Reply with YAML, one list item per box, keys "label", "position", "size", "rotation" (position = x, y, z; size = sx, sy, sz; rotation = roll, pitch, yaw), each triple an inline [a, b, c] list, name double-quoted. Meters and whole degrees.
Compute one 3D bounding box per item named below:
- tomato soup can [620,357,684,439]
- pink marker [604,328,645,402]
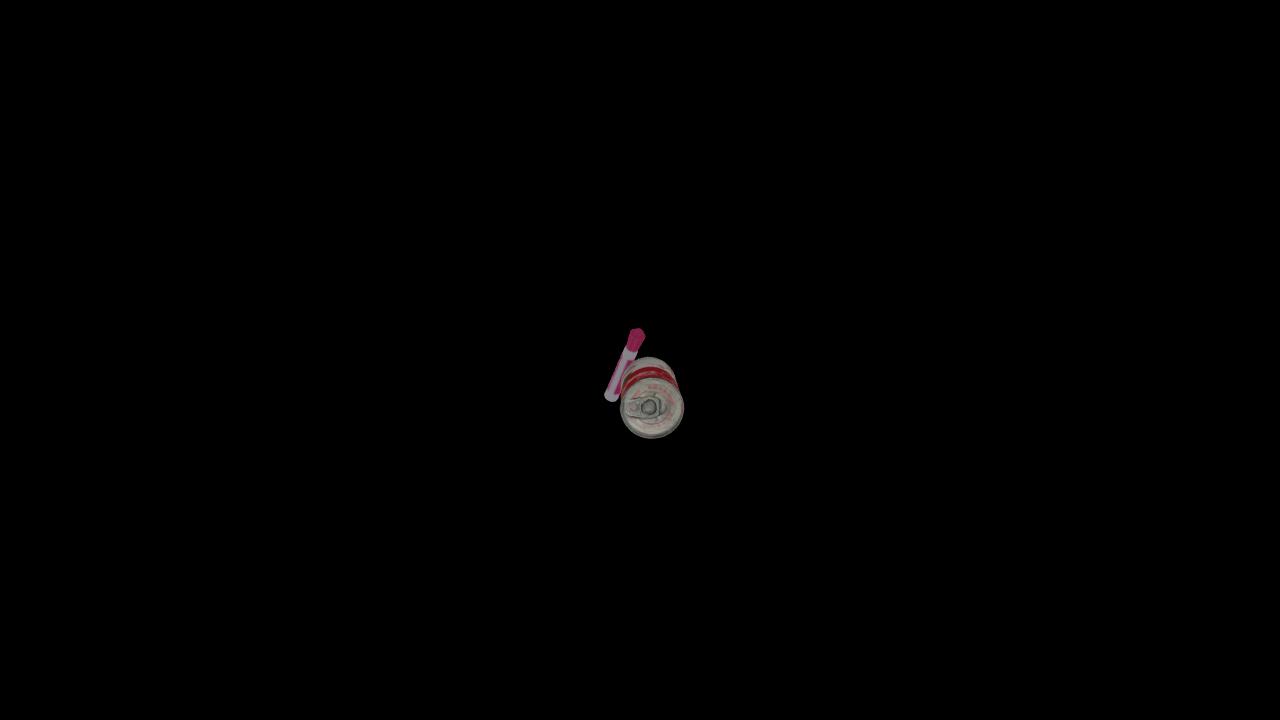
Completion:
- label: "tomato soup can"
  position: [0.012, 0.039, 0.689]
  size: [0.068, 0.068, 0.101]
  rotation: [0, 14, -1]
- label: "pink marker"
  position: [-0.019, 0.007, 0.749]
  size: [0.020, 0.020, 0.121]
  rotation: [0, -42, -24]
